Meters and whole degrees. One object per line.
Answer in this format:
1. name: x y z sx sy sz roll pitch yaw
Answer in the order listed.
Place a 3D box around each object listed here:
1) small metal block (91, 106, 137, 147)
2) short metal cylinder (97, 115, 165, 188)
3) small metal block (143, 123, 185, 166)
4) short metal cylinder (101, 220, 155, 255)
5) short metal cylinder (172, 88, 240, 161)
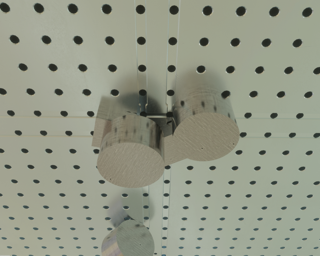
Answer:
1. small metal block: -0.061 0.003 0.413 0.050 0.025 0.050 11 129 -10
2. short metal cylinder: -0.035 0.030 0.388 0.081 0.050 0.079 0 130 0
3. small metal block: 0.008 0.025 0.433 0.050 0.025 0.050 -23 127 18
4. short metal cylinder: -0.057 0.214 0.557 0.080 0.080 0.050 30 124 -23
5. short metal cylinder: 0.056 -0.003 0.393 0.081 0.050 0.079 0 130 0
